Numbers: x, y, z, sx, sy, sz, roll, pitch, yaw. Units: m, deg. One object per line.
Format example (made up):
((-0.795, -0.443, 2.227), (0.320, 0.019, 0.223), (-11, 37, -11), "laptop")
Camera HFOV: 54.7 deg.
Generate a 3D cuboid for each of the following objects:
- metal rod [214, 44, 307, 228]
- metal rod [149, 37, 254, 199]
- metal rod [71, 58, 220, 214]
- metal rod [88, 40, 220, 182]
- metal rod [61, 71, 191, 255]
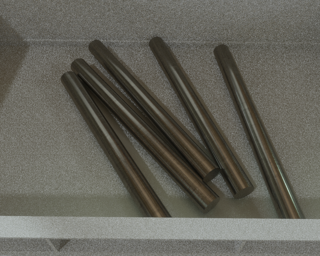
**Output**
((0.121, -0.014, 0.418), (0.025, 0.025, 0.300), (-5, 50, -5), "metal rod")
((0.043, -0.036, 0.435), (0.025, 0.025, 0.299), (-15, 52, -13), "metal rod")
((-0.036, -0.007, 0.410), (0.025, 0.025, 0.300), (-31, 57, -23), "metal rod")
((-0.024, -0.041, 0.438), (0.025, 0.025, 0.300), (-27, 55, -21), "metal rod")
((-0.059, 0.023, 0.384), (0.025, 0.025, 0.300), (-25, 55, -20), "metal rod")
